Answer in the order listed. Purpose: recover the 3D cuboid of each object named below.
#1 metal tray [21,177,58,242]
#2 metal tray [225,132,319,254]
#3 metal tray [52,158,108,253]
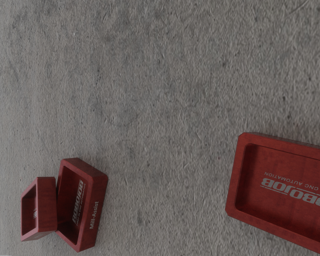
[{"bbox_3d":[-0.220,0.148,0.555,0.129,0.030,0.090,-36,57,47],"label":"metal tray"},{"bbox_3d":[0.133,0.060,0.292,0.130,0.030,0.089,15,99,39],"label":"metal tray"},{"bbox_3d":[-0.137,0.125,0.514,0.090,0.030,0.129,21,103,38],"label":"metal tray"}]
